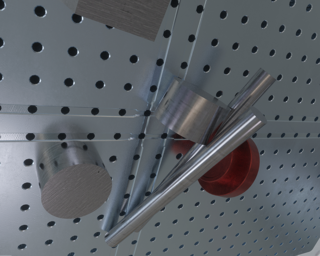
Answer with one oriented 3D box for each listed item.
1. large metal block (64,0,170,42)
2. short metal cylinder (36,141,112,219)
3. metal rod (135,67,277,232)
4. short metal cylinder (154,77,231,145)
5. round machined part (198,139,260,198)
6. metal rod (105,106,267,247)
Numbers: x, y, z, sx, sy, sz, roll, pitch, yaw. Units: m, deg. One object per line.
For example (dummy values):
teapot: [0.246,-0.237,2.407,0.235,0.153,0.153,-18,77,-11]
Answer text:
large metal block: [-0.035,-0.138,0.291,0.081,0.050,0.079,10,113,-33]
short metal cylinder: [-0.105,0.062,0.376,0.081,0.050,0.079,-14,124,-21]
metal rod: [0.047,0.043,0.433,0.025,0.025,0.299,23,115,-37]
short metal cylinder: [0.040,-0.022,0.384,0.080,0.080,0.050,19,108,-36]
round machined part: [0.086,0.047,0.439,0.042,0.098,0.098,22,107,-38]
metal rod: [0.015,0.079,0.405,0.025,0.025,0.299,20,128,-36]
